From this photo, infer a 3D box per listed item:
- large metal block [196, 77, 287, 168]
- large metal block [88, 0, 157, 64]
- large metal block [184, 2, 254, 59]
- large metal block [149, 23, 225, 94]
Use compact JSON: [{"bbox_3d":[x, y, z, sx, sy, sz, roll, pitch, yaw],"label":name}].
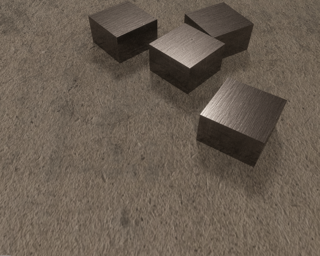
[{"bbox_3d":[0.103,-0.009,0.396,0.080,0.050,0.080,26,55,20],"label":"large metal block"},{"bbox_3d":[-0.061,-0.165,0.525,0.080,0.050,0.080,-33,58,-25],"label":"large metal block"},{"bbox_3d":[0.096,-0.163,0.525,0.081,0.050,0.080,-23,54,-19],"label":"large metal block"},{"bbox_3d":[0.040,-0.109,0.479,0.080,0.050,0.080,37,59,26],"label":"large metal block"}]
